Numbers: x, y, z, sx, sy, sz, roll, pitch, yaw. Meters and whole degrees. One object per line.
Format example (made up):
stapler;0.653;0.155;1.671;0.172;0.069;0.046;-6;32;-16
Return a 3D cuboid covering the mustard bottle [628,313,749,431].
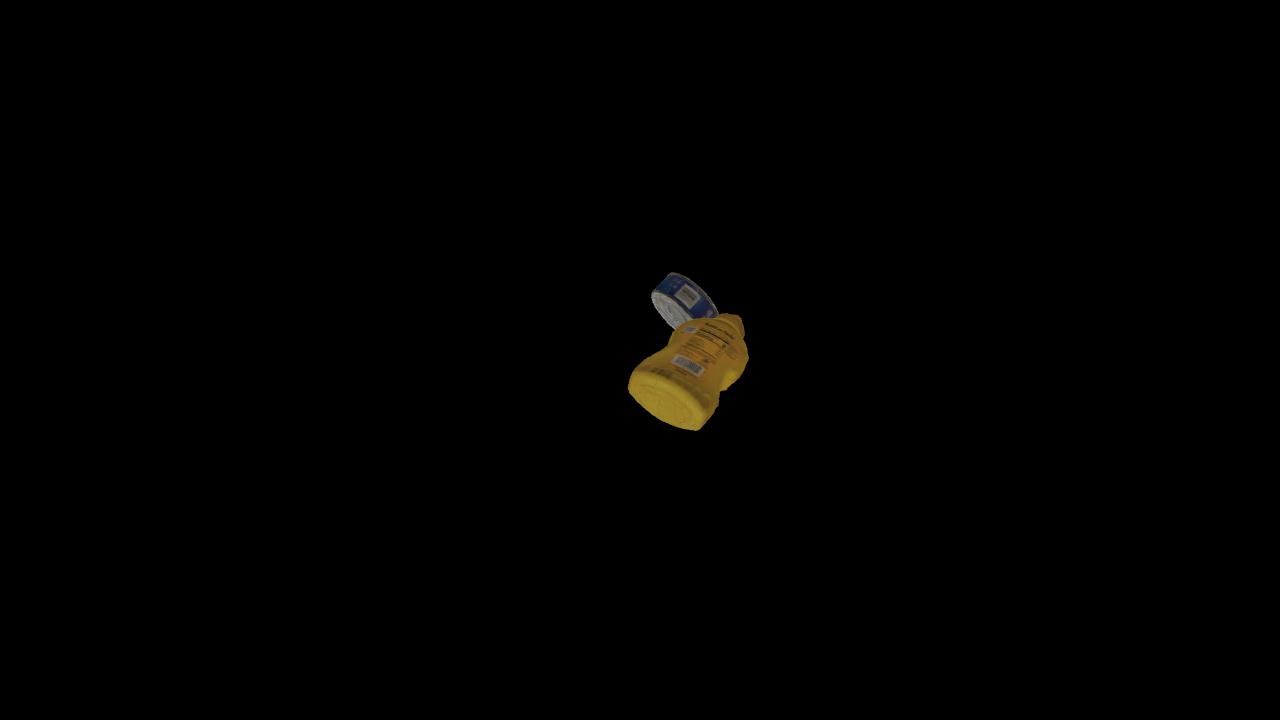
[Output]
mustard bottle;0.070;-0.003;0.674;0.092;0.054;0.184;24;41;19

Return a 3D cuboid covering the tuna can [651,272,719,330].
tuna can;0.053;-0.063;0.738;0.084;0.034;0.084;41;-14;12
